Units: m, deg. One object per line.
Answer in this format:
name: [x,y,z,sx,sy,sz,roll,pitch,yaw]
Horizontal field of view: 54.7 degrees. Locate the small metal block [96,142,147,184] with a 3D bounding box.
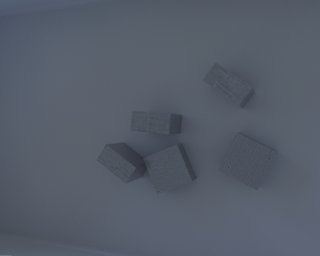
small metal block: [-0.047,0.045,0.413,0.050,0.050,0.025,35,101,16]

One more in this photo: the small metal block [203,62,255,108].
small metal block: [0.083,-0.049,0.368,0.050,0.050,0.025,39,102,15]

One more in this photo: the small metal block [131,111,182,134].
small metal block: [-0.003,-0.007,0.398,0.050,0.050,0.025,5,92,19]

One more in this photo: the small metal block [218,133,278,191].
small metal block: [0.106,0.039,0.373,0.050,0.025,0.050,28,99,17]

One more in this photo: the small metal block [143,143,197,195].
small metal block: [0.013,0.053,0.405,0.050,0.025,0.050,-24,82,18]
